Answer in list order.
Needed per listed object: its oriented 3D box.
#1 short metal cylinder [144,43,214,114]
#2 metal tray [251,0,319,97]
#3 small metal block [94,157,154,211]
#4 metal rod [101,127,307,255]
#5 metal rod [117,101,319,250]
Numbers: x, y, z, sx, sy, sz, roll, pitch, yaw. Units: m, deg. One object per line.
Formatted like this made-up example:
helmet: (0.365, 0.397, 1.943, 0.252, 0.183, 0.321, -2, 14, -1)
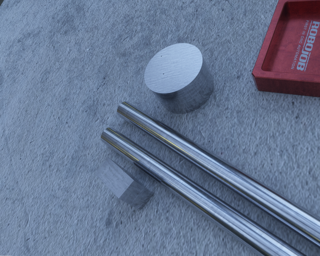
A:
short metal cylinder: (0.026, -0.066, 0.415, 0.080, 0.050, 0.080, -13, 56, 21)
metal tray: (0.174, -0.102, 0.371, 0.090, 0.030, 0.130, 12, 67, 33)
small metal block: (-0.042, 0.067, 0.369, 0.050, 0.050, 0.025, 34, 81, 38)
metal rod: (0.031, 0.070, 0.344, 0.300, 0.025, 0.025, 30, 78, 37)
metal rod: (0.049, 0.036, 0.356, 0.300, 0.025, 0.025, 32, 79, 38)
